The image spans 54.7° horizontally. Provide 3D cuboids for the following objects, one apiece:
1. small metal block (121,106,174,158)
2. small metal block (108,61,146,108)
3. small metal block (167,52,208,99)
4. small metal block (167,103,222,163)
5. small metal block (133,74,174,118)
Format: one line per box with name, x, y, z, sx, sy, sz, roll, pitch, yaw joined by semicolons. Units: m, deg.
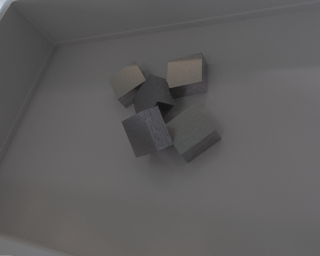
small metal block;-0.016;0.006;0.382;0.050;0.025;0.050;-22;90;53
small metal block;-0.045;-0.066;0.470;0.050;0.025;0.050;-33;51;6
small metal block;0.038;-0.072;0.430;0.050;0.025;0.050;-9;58;23
small metal block;0.038;0.006;0.382;0.050;0.025;0.050;-37;51;3
small metal block;-0.010;-0.035;0.418;0.050;0.025;0.050;-50;42;38
